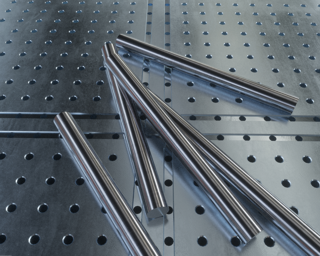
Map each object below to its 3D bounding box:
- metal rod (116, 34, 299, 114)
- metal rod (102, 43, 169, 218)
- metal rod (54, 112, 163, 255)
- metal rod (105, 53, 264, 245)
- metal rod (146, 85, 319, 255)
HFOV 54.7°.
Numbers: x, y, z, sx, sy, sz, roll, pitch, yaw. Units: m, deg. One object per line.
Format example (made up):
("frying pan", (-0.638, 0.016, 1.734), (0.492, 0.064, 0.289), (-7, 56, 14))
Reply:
("metal rod", (0.061, -0.090, 0.484), (0.301, 0.025, 0.025), (25, 54, 19))
("metal rod", (-0.043, -0.020, 0.423), (0.025, 0.025, 0.300), (-12, 51, -10))
("metal rod", (-0.047, 0.084, 0.336), (0.025, 0.025, 0.300), (-27, 55, -21))
("metal rod", (0.014, 0.006, 0.384), (0.025, 0.025, 0.300), (-27, 61, -21))
("metal rod", (0.066, 0.035, 0.378), (0.025, 0.025, 0.300), (-32, 57, -24))
